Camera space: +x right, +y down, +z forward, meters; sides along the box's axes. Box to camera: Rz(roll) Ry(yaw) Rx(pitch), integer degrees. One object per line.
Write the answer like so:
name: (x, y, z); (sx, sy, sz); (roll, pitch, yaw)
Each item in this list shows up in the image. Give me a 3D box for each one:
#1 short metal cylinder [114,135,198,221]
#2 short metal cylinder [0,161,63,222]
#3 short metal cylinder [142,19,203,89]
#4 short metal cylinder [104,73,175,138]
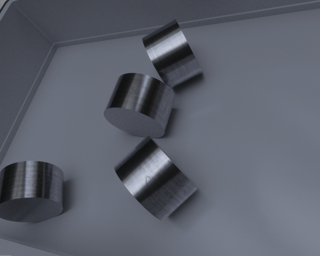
short metal cylinder: (-0.004, 0.054, 0.340); (0.050, 0.080, 0.080); (-43, 51, -1)
short metal cylinder: (-0.169, 0.085, 0.407); (0.080, 0.080, 0.050); (-22, 54, 15)
short metal cylinder: (0.018, -0.099, 0.422); (0.050, 0.080, 0.080); (-27, 52, 12)
short metal cylinder: (-0.026, -0.027, 0.401); (0.080, 0.080, 0.050); (4, 64, 30)
